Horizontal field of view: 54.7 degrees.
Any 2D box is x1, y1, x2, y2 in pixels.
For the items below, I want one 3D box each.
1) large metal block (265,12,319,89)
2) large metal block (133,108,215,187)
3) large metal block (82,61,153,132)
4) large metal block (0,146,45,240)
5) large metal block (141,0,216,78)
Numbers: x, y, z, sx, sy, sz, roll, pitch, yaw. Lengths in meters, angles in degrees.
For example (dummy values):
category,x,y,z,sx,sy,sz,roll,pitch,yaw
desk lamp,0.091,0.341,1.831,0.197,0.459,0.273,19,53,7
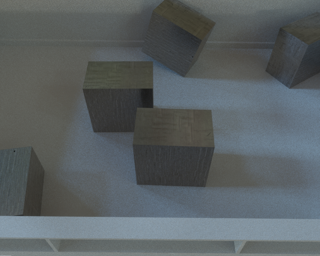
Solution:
category,x,y,z,sx,sy,sz,roll,pitch,yaw
large metal block,0.218,-0.118,0.472,0.081,0.080,0.050,-27,55,-21
large metal block,0.014,0.024,0.350,0.081,0.080,0.050,2,50,1
large metal block,-0.049,-0.039,0.401,0.081,0.080,0.050,0,50,-1
large metal block,-0.174,0.071,0.327,0.081,0.050,0.080,-7,50,-6
large metal block,0.026,-0.138,0.473,0.080,0.080,0.050,32,56,4
